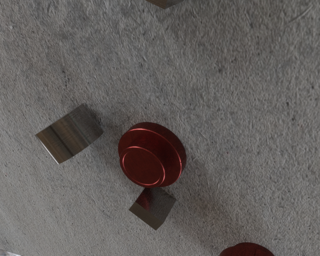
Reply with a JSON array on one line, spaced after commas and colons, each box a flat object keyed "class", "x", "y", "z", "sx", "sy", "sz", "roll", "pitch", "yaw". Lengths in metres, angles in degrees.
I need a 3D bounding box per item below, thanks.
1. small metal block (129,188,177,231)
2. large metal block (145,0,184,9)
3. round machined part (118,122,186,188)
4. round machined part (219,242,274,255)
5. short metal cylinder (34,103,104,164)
[{"class": "small metal block", "x": -0.010, "y": 0.116, "z": 0.466, "sx": 0.050, "sy": 0.050, "sz": 0.025, "roll": 37, "pitch": 129, "yaw": 3}, {"class": "large metal block", "x": -0.008, "y": -0.170, "z": 0.289, "sx": 0.080, "sy": 0.050, "sz": 0.079, "roll": 29, "pitch": 128, "yaw": 9}, {"class": "round machined part", "x": -0.016, "y": 0.044, "z": 0.430, "sx": 0.098, "sy": 0.042, "sz": 0.097, "roll": 13, "pitch": 124, "yaw": 20}, {"class": "round machined part", "x": 0.134, "y": 0.207, "z": 0.453, "sx": 0.098, "sy": 0.042, "sz": 0.097, "roll": 13, "pitch": 124, "yaw": 20}, {"class": "short metal cylinder", "x": -0.128, "y": 0.007, "z": 0.441, "sx": 0.080, "sy": 0.080, "sz": 0.050, "roll": -24, "pitch": 105, "yaw": 36}]
